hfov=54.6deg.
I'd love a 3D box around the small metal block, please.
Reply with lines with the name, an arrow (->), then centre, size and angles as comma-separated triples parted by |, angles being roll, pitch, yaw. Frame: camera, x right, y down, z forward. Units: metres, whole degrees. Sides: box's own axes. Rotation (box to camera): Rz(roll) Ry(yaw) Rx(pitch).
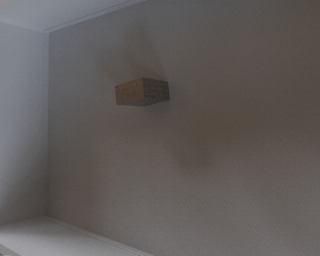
small metal block -> -0.023, -0.046, 0.411 | 0.050, 0.050, 0.025 | -10, 84, 39
